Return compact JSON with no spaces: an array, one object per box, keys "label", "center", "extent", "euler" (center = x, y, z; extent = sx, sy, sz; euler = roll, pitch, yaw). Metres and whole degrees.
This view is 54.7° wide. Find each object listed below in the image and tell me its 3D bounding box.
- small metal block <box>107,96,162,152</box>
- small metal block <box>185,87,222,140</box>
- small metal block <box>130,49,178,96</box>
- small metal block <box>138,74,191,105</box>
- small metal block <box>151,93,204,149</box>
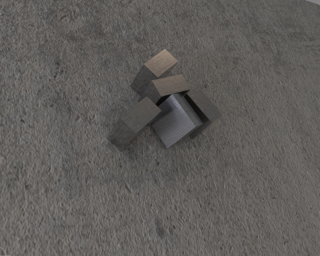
[{"label":"small metal block","center":[-0.031,-0.004,0.373],"extent":[0.025,0.050,0.050],"euler":[44,51,2]},{"label":"small metal block","center":[0.048,-0.020,0.425],"extent":[0.025,0.050,0.050],"euler":[-34,81,-38]},{"label":"small metal block","center":[-0.008,-0.075,0.429],"extent":[0.025,0.050,0.050],"euler":[44,51,2]},{"label":"small metal block","center":[0.005,-0.043,0.416],"extent":[0.050,0.050,0.025],"euler":[-18,70,-35]},{"label":"small metal block","center":[0.019,-0.010,0.400],"extent":[0.050,0.050,0.025],"euler":[55,29,11]}]
